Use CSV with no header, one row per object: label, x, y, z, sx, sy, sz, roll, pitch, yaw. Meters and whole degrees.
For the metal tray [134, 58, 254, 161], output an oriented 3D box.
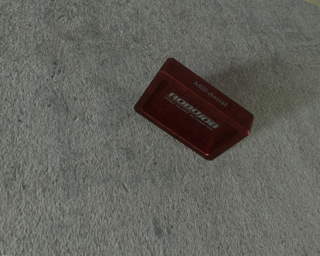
metal tray,0.041,-0.019,0.399,0.130,0.090,0.030,34,51,-6
